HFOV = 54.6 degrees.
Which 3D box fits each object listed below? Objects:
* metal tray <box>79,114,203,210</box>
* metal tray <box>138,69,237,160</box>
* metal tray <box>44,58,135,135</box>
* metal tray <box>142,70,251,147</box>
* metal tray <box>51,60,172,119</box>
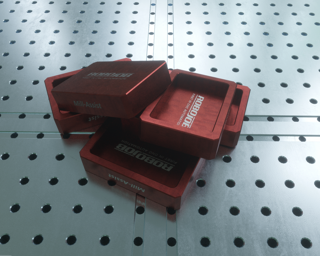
[{"bbox_3d":[-0.018,0.032,0.378,0.130,0.030,0.090,21,53,16],"label":"metal tray"},{"bbox_3d":[0.039,-0.024,0.384,0.090,0.030,0.130,15,40,13],"label":"metal tray"},{"bbox_3d":[-0.090,-0.050,0.445,0.131,0.030,0.090,-18,52,-14],"label":"metal tray"},{"bbox_3d":[0.051,-0.031,0.430,0.130,0.030,0.090,14,51,13],"label":"metal tray"},{"bbox_3d":[-0.063,-0.053,0.396,0.130,0.030,0.090,8,39,35],"label":"metal tray"}]
